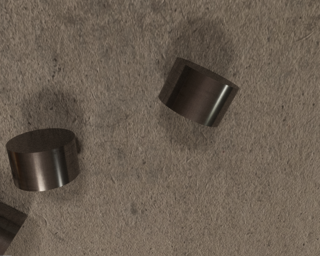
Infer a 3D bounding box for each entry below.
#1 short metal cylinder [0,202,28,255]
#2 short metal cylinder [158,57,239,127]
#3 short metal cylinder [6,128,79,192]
[{"bbox_3d":[-0.231,0.149,0.432,0.050,0.080,0.080,32,107,-11],"label":"short metal cylinder"},{"bbox_3d":[0.045,-0.043,0.365,0.080,0.080,0.050,23,108,-9],"label":"short metal cylinder"},{"bbox_3d":[-0.146,0.037,0.392,0.081,0.080,0.050,-2,110,0],"label":"short metal cylinder"}]
